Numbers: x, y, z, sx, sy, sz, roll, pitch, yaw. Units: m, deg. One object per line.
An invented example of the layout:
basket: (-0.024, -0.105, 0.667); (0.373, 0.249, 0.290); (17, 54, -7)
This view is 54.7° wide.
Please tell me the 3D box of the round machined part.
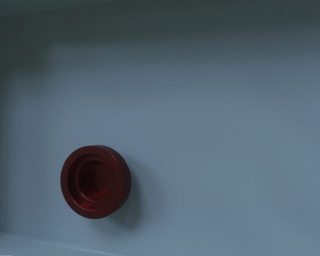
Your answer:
round machined part: (-0.084, 0.072, 0.430); (0.098, 0.042, 0.097); (0, 90, 19)
